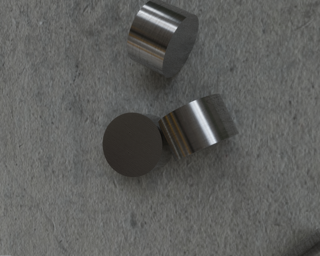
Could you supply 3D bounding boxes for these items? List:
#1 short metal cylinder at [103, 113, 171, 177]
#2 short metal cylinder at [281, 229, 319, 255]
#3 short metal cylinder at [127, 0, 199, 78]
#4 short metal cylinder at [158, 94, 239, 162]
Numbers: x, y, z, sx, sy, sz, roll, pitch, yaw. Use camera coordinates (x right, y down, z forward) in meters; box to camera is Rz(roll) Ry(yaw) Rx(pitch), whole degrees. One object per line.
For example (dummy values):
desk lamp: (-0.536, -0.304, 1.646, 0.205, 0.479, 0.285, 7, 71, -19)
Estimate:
short metal cylinder: (-0.027, 0.021, 0.404, 0.080, 0.050, 0.079, 0, 90, 19)
short metal cylinder: (0.173, 0.152, 0.319, 0.050, 0.080, 0.080, -45, 77, 14)
short metal cylinder: (0.005, -0.108, 0.377, 0.050, 0.080, 0.080, 30, 100, 17)
short metal cylinder: (0.045, 0.000, 0.364, 0.080, 0.080, 0.050, -26, 82, 18)
